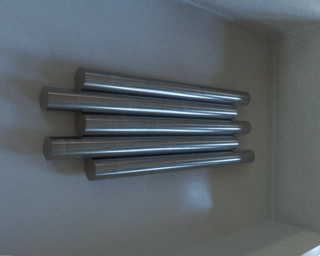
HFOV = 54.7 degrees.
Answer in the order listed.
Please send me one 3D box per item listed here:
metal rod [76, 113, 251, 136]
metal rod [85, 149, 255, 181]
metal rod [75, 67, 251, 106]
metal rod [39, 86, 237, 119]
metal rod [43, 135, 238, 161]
[{"bbox_3d":[0.030,-0.002,0.432,0.302,0.025,0.025,1,90,-40],"label":"metal rod"},{"bbox_3d":[0.039,0.048,0.440,0.302,0.025,0.025,1,90,-40],"label":"metal rod"},{"bbox_3d":[0.029,-0.052,0.431,0.302,0.025,0.025,1,90,-40],"label":"metal rod"},{"bbox_3d":[0.000,-0.027,0.406,0.302,0.025,0.025,1,90,-40],"label":"metal rod"},{"bbox_3d":[0.002,0.022,0.409,0.302,0.025,0.025,1,90,-40],"label":"metal rod"}]
